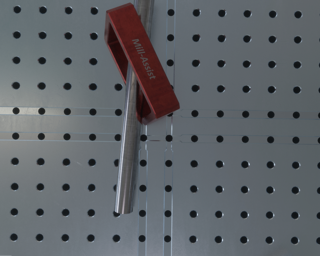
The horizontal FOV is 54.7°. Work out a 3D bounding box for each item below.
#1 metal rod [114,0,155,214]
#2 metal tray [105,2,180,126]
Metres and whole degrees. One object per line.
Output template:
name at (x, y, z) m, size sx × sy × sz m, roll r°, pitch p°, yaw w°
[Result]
metal rod at (-0.032, -0.037, 0.394) m, size 0.025 × 0.025 × 0.298 m, roll 6°, pitch 97°, yaw 0°
metal tray at (-0.026, -0.071, 0.378) m, size 0.030 × 0.090 × 0.129 m, roll -25°, pitch 90°, yaw -13°
